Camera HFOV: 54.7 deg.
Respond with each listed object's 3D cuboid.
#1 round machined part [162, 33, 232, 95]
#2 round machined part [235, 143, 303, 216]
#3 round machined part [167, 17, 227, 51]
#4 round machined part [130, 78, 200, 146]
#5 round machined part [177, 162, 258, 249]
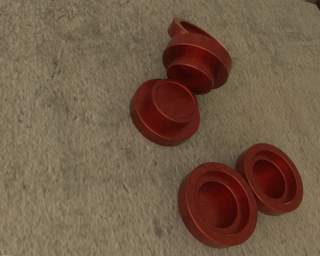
[{"bbox_3d":[0.048,-0.083,0.438,0.098,0.098,0.042,29,67,-11],"label":"round machined part"},{"bbox_3d":[0.144,0.073,0.428,0.099,0.042,0.098,14,56,-21],"label":"round machined part"},{"bbox_3d":[0.054,-0.129,0.489,0.099,0.042,0.098,25,31,-16],"label":"round machined part"},{"bbox_3d":[0.012,-0.028,0.418,0.099,0.042,0.098,14,56,-21],"label":"round machined part"},{"bbox_3d":[0.064,0.094,0.372,0.099,0.042,0.098,14,56,-21],"label":"round machined part"}]
